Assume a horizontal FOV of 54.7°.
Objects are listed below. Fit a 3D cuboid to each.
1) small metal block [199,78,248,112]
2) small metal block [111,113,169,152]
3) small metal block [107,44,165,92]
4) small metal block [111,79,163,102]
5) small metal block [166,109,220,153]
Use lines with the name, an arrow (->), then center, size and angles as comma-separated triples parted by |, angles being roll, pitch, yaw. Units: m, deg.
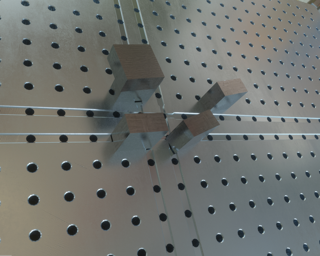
small metal block -> 0.097, -0.049, 0.477 | 0.050, 0.050, 0.025 | -14, 69, -34
small metal block -> -0.025, 0.005, 0.377 | 0.050, 0.050, 0.025 | -4, 64, -30
small metal block -> -0.030, -0.073, 0.374 | 0.050, 0.025, 0.050 | -10, 67, -33
small metal block -> -0.032, -0.060, 0.413 | 0.050, 0.050, 0.025 | -6, 65, -31
small metal block -> 0.043, 0.005, 0.415 | 0.050, 0.050, 0.025 | -22, 74, -36
